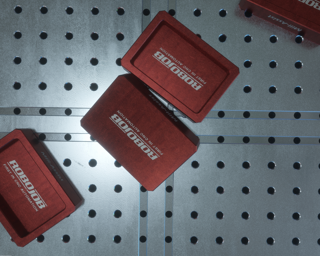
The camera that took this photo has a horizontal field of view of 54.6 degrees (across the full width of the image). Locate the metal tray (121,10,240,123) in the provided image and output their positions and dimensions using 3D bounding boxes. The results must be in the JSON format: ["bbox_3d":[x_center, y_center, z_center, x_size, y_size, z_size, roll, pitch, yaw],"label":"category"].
[{"bbox_3d":[0.026,-0.079,0.410,0.130,0.030,0.090,38,90,0],"label":"metal tray"}]

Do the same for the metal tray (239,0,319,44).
[{"bbox_3d":[0.184,-0.180,0.411,0.130,0.030,0.090,25,90,0],"label":"metal tray"}]

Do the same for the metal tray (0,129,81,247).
[{"bbox_3d":[-0.179,0.076,0.409,0.090,0.030,0.130,-35,90,0],"label":"metal tray"}]

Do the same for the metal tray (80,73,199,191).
[{"bbox_3d":[-0.026,0.006,0.396,0.130,0.030,0.090,44,110,0],"label":"metal tray"}]
